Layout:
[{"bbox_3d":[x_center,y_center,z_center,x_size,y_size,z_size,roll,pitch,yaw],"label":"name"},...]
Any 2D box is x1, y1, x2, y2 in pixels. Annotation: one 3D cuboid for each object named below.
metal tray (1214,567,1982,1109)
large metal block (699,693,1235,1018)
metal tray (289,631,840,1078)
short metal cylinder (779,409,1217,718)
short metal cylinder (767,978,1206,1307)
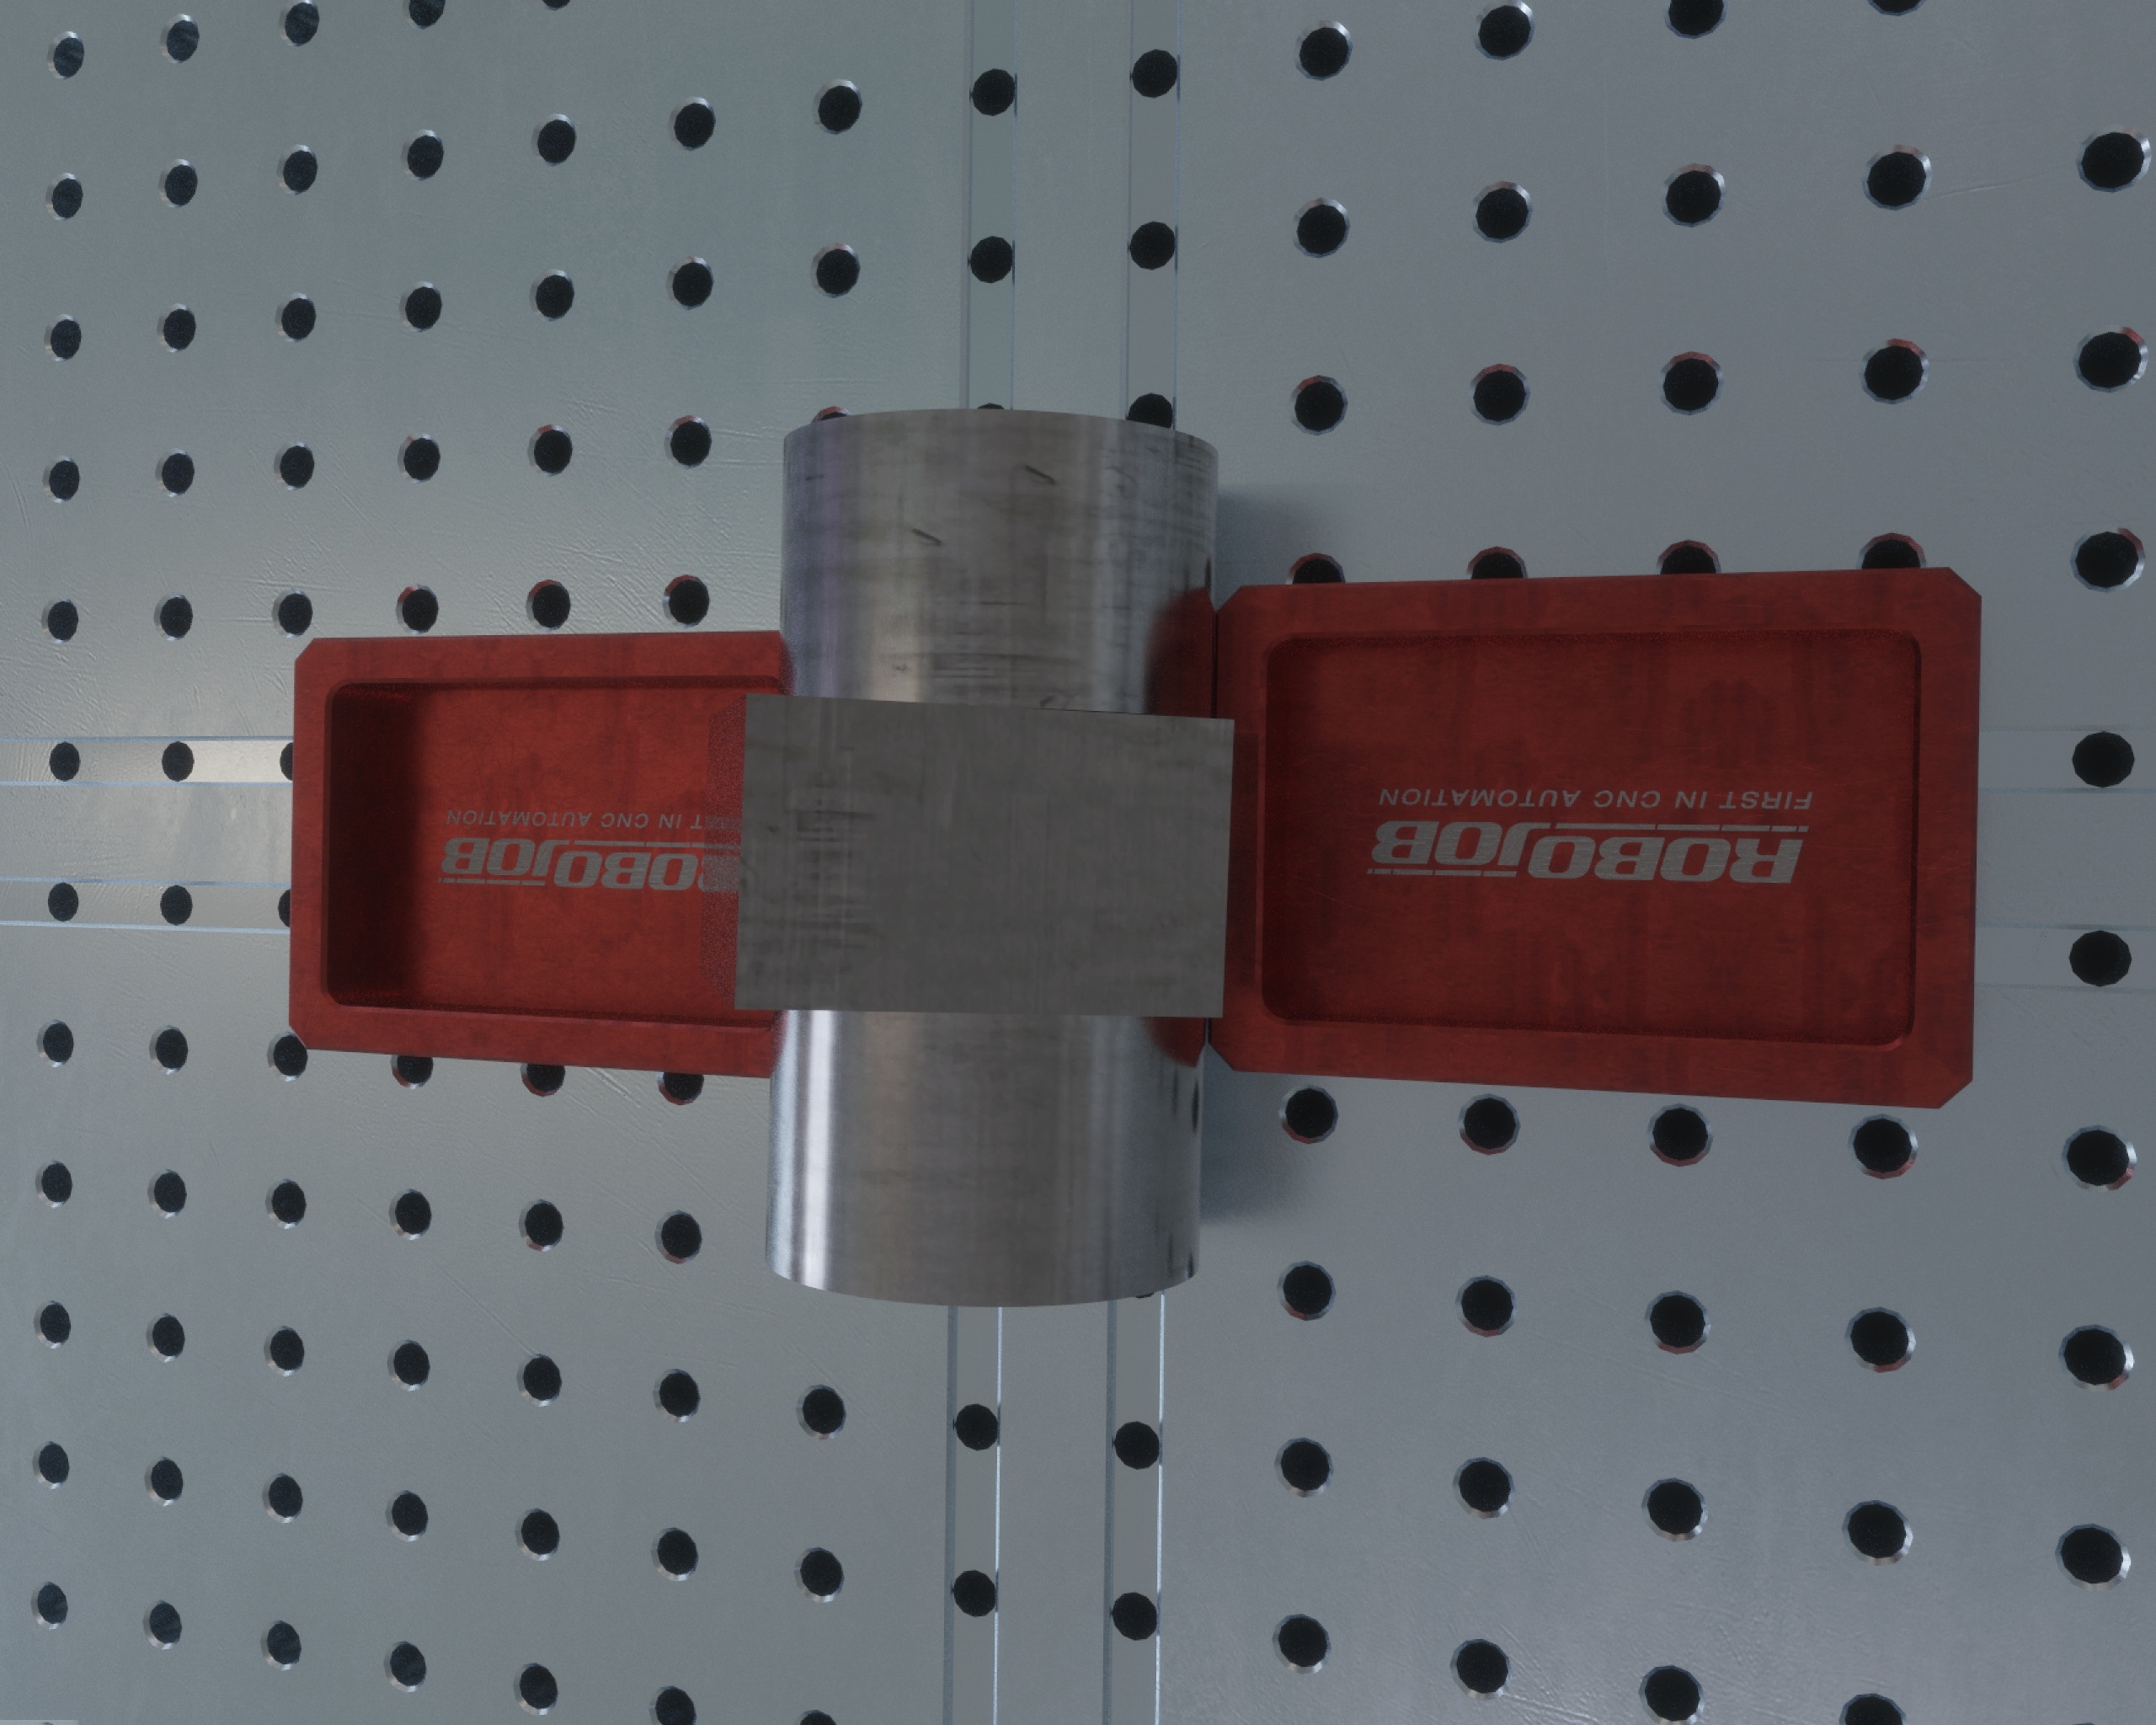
[{"bbox_3d":[0.091,-0.005,0.377,0.130,0.030,0.089,1,90,19],"label":"metal tray"},{"bbox_3d":[-0.024,-0.001,0.376,0.081,0.080,0.050,2,91,-14],"label":"large metal block"},{"bbox_3d":[-0.105,-0.003,0.446,0.130,0.030,0.089,1,90,19],"label":"metal tray"},{"bbox_3d":[-0.015,-0.051,0.388,0.080,0.080,0.050,2,91,20],"label":"short metal cylinder"},{"bbox_3d":[-0.017,0.049,0.389,0.080,0.080,0.050,2,91,20],"label":"short metal cylinder"}]
